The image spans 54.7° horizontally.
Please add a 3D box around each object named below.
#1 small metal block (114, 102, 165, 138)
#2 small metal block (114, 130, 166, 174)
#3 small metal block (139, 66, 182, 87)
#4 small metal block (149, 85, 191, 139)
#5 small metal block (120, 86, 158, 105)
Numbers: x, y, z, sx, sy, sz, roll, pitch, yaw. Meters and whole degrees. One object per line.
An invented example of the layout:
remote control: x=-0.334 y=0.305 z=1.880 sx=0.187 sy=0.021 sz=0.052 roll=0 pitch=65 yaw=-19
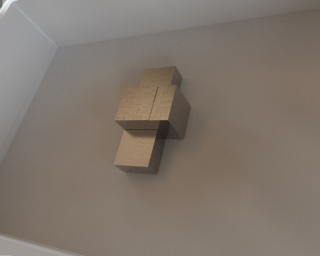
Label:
small metal block: x=-0.022 y=-0.009 z=0.405 sx=0.050 sy=0.050 sz=0.025 roll=0 pitch=62 yaw=28
small metal block: x=-0.026 y=0.030 z=0.398 sx=0.050 sy=0.025 sz=0.050 roll=0 pitch=62 yaw=28
small metal block: x=-0.001 y=-0.058 z=0.440 sx=0.050 sy=0.025 sz=0.050 roll=0 pitch=62 yaw=28
small metal block: x=0.014 y=-0.019 z=0.392 sx=0.025 sy=0.050 sz=0.050 roll=0 pitch=62 yaw=28
small metal block: x=-0.017 y=-0.031 z=0.415 sx=0.050 sy=0.050 sz=0.025 roll=0 pitch=62 yaw=28
